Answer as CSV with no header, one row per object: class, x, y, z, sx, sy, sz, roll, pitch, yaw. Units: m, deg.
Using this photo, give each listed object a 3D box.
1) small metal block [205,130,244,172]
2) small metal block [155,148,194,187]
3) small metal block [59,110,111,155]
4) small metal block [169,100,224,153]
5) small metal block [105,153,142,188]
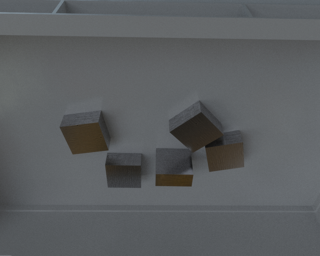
small metal block,0.091,0.033,0.439,0.050,0.025,0.050,-9,130,7
small metal block,0.019,0.055,0.440,0.050,0.050,0.025,1,130,-2
small metal block,-0.098,0.006,0.413,0.050,0.025,0.050,-7,130,5
small metal block,0.048,-0.001,0.409,0.050,0.025,0.050,-33,123,25
small metal block,-0.053,0.064,0.463,0.050,0.025,0.050,1,130,-2
